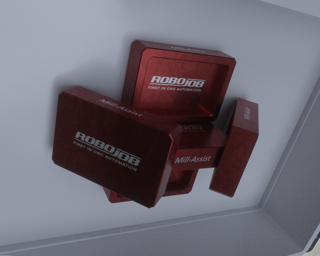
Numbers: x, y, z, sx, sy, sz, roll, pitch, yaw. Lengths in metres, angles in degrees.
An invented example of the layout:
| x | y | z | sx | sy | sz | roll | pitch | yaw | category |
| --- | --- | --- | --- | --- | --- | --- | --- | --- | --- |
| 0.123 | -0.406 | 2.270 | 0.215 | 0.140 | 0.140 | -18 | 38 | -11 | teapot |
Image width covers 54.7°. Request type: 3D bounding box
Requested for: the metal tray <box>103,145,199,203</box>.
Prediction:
| x | y | z | sx | sy | sz | roll | pitch | yaw | category |
| --- | --- | --- | --- | --- | --- | --- | --- | --- | --- |
| -0.006 | 0.053 | 0.431 | 0.131 | 0.030 | 0.089 | 0 | 118 | -29 | metal tray |

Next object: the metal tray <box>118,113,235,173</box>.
| x | y | z | sx | sy | sz | roll | pitch | yaw | category |
| --- | --- | --- | --- | --- | --- | --- | --- | --- | --- |
| 0.018 | 0.014 | 0.383 | 0.131 | 0.090 | 0.030 | 0 | 118 | -29 | metal tray |

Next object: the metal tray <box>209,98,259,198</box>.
| x | y | z | sx | sy | sz | roll | pitch | yaw | category |
| --- | --- | --- | --- | --- | --- | --- | --- | --- | --- |
| 0.101 | 0.020 | 0.415 | 0.030 | 0.130 | 0.089 | 19 | 115 | 10 | metal tray |

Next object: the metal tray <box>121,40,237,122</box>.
| x | y | z | sx | sy | sz | roll | pitch | yaw | category |
| --- | --- | --- | --- | --- | --- | --- | --- | --- | --- |
| 0.023 | -0.053 | 0.383 | 0.131 | 0.030 | 0.089 | -1 | 119 | -29 | metal tray |

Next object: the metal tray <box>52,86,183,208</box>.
| x | y | z | sx | sy | sz | roll | pitch | yaw | category |
| --- | --- | --- | --- | --- | --- | --- | --- | --- | --- |
| -0.050 | 0.019 | 0.331 | 0.030 | 0.130 | 0.089 | -40 | 148 | -61 | metal tray |
